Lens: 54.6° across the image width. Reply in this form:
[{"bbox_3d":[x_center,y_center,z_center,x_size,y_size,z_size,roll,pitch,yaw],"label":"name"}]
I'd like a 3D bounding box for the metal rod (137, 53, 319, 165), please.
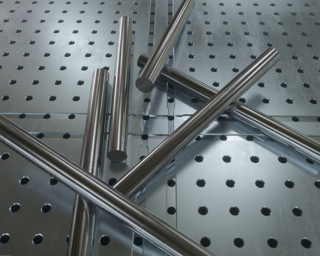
[{"bbox_3d":[0.088,-0.036,0.438,0.300,0.025,0.025,32,57,24],"label":"metal rod"}]

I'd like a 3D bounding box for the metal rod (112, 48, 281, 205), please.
[{"bbox_3d":[0.055,-0.013,0.394,0.301,0.025,0.025,-41,61,-20],"label":"metal rod"}]

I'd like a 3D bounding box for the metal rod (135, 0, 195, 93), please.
[{"bbox_3d":[0.019,-0.155,0.515,0.025,0.025,0.301,12,44,10],"label":"metal rod"}]

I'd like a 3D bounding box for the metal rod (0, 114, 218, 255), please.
[{"bbox_3d":[-0.067,0.065,0.321,0.300,0.025,0.025,30,56,11],"label":"metal rod"}]

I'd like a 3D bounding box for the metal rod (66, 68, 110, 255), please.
[{"bbox_3d":[-0.083,0.033,0.379,0.025,0.025,0.300,-2,50,-2],"label":"metal rod"}]

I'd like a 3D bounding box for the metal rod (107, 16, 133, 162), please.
[{"bbox_3d":[-0.058,-0.081,0.475,0.025,0.025,0.300,-2,50,-1],"label":"metal rod"}]
